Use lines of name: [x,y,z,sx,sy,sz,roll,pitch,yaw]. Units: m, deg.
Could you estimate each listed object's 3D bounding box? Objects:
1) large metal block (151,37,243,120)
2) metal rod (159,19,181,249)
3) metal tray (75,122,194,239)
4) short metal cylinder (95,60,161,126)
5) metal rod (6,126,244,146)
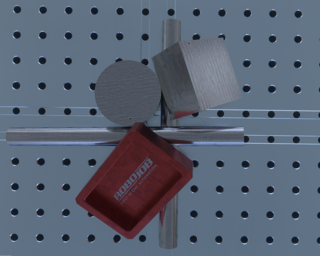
large metal block: [0.047,-0.061,0.381,0.081,0.050,0.080,-18,90,-40]
metal rod: [0.013,0.008,0.413,0.025,0.025,0.298,1,90,0]
metal tray: [-0.032,0.068,0.385,0.090,0.030,0.129,38,111,-6]
short metal cylinder: [-0.039,-0.043,0.400,0.081,0.050,0.079,0,90,0]
metal rod: [-0.049,0.011,0.396,0.302,0.025,0.025,0,90,7]
